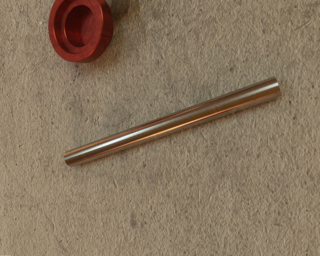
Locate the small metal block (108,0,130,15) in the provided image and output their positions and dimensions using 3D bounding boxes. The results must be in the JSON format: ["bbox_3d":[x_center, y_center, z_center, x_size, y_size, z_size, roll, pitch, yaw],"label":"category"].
[{"bbox_3d":[-0.059,-0.187,0.413,0.025,0.050,0.050,-16,84,-14],"label":"small metal block"}]

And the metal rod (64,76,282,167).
[{"bbox_3d":[0.003,-0.002,0.407,0.300,0.025,0.025,-19,84,18],"label":"metal rod"}]

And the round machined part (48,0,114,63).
[{"bbox_3d":[-0.104,-0.139,0.429,0.098,0.042,0.097,3,97,29],"label":"round machined part"}]
